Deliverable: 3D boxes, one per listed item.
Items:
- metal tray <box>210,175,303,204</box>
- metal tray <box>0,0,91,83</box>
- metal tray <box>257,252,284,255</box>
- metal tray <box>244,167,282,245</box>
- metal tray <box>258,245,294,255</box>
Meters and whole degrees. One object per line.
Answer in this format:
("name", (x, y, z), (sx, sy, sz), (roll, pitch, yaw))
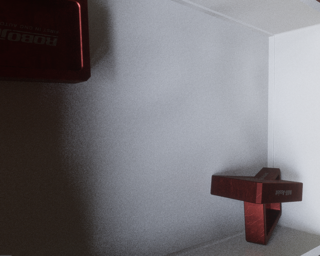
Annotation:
("metal tray", (0.157, 0.097, 0.498), (0.131, 0.090, 0.030), (9, 84, -40))
("metal tray", (-0.133, -0.090, 0.292), (0.131, 0.030, 0.089), (-4, 93, -40))
("metal tray", (0.200, 0.308, 0.578), (0.091, 0.030, 0.129), (12, 82, -40))
("metal tray", (0.177, 0.126, 0.523), (0.131, 0.030, 0.089), (-15, 102, -57))
("metal tray", (0.176, 0.269, 0.523), (0.131, 0.030, 0.089), (-17, 93, -20))
